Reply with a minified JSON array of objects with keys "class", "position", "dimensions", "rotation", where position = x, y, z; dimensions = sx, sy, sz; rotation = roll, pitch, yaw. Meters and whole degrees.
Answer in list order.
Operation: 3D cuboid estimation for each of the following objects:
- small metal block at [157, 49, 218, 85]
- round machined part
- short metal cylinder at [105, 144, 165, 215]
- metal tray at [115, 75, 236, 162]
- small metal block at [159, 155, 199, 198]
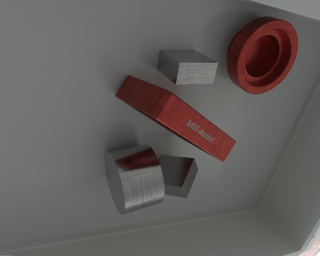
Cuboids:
[{"class":"small metal block","position":[0.031,-0.073,0.366],"dimensions":[0.050,0.050,0.025],"rotation":[-6,121,-26]},{"class":"round machined part","position":[0.129,-0.098,0.410],"dimensions":[0.099,0.042,0.097],"rotation":[-14,125,-21]},{"class":"short metal cylinder","position":[-0.034,0.064,0.395],"dimensions":[0.050,0.080,0.079],"rotation":[-12,124,-22]},{"class":"metal tray","position":[0.020,-0.010,0.369],"dimensions":[0.130,0.090,0.030],"rotation":[32,89,-39]},{"class":"small metal block","position":[0.020,0.067,0.433],"dimensions":[0.050,0.050,0.025],"rotation":[-61,142,-39]}]
